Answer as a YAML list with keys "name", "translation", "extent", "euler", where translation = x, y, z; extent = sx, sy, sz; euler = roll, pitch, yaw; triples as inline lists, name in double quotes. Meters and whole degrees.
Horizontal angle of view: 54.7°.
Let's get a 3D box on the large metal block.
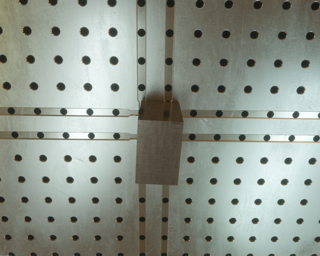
- name: "large metal block"
  translation: [-0.002, 0.016, 0.389]
  extent: [0.050, 0.080, 0.079]
  euler: [3, 110, -2]
